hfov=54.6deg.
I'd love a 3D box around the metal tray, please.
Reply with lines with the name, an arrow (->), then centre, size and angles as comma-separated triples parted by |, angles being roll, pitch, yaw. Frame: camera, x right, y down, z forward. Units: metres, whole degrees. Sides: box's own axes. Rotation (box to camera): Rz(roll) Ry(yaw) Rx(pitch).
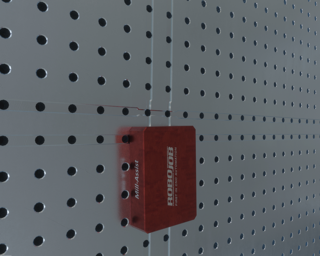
metal tray -> 0.006, 0.062, 0.410 | 0.091, 0.030, 0.129 | -1, 91, -40
